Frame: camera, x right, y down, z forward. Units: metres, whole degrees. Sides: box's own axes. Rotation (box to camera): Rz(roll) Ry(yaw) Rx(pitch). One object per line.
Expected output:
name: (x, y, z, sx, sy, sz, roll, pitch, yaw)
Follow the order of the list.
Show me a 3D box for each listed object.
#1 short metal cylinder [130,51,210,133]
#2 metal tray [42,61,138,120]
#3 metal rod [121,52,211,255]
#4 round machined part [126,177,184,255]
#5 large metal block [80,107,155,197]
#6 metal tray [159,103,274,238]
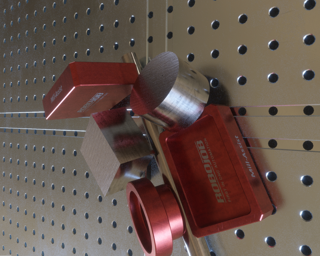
short metal cylinder: (0.010, -0.041, 0.361, 0.080, 0.050, 0.080, -31, 45, 36)
metal tray: (-0.097, -0.048, 0.423, 0.130, 0.091, 0.030, -27, 75, 52)
metal rod: (0.005, 0.035, 0.400, 0.025, 0.025, 0.299, -31, 71, 35)
round machined part: (-0.005, 0.107, 0.379, 0.098, 0.042, 0.097, 166, 90, -70)
large metal block: (-0.060, 0.031, 0.414, 0.080, 0.050, 0.079, 55, 140, 25)
metal tray: (0.058, 0.049, 0.353, 0.090, 0.030, 0.130, -31, 71, 35)
